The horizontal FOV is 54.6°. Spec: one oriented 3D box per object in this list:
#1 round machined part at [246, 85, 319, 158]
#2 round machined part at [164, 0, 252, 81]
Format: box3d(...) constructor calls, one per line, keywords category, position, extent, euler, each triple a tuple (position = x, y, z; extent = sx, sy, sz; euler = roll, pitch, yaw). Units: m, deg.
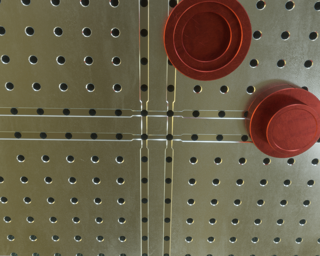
box3d(category="round machined part", position=(0.167, -0.004, 0.404), extent=(0.099, 0.042, 0.097), euler=(0, 110, 0))
box3d(category="round machined part", position=(0.053, -0.108, 0.365), extent=(0.099, 0.042, 0.097), euler=(0, 110, 0))
